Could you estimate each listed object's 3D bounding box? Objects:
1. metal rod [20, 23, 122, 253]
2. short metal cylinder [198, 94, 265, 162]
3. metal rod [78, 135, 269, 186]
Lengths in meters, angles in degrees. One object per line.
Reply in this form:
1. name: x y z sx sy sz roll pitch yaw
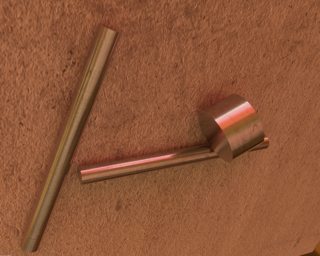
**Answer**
1. metal rod: -0.111 0.026 0.362 0.025 0.025 0.298 13 112 -34
2. short metal cylinder: 0.095 0.000 0.423 0.050 0.080 0.080 -29 128 -10
3. metal rod: 0.036 0.041 0.451 0.303 0.025 0.025 -8 122 -25
